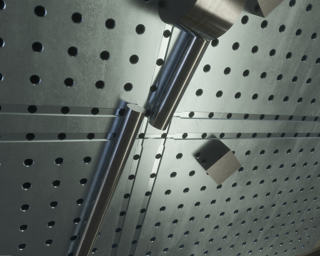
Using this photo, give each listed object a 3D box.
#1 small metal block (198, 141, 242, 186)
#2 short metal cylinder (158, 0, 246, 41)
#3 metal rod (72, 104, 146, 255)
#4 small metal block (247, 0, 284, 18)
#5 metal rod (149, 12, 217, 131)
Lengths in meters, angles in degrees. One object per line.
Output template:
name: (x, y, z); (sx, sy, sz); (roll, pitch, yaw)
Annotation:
small metal block: (0.097, 0.058, 0.500); (0.050, 0.025, 0.050); (-41, 130, 0)
short metal cylinder: (0.042, -0.136, 0.314); (0.050, 0.080, 0.079); (13, 112, -34)
metal rod: (-0.082, 0.105, 0.431); (0.025, 0.025, 0.298); (9, 114, -33)
small metal block: (0.129, -0.172, 0.375); (0.050, 0.025, 0.050); (-43, 130, 1)
metal rod: (0.060, -0.131, 0.362); (0.025, 0.025, 0.298); (14, 111, -34)
